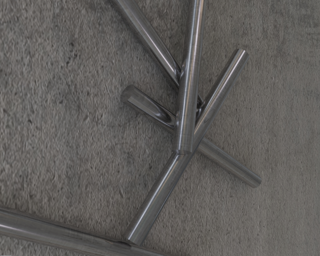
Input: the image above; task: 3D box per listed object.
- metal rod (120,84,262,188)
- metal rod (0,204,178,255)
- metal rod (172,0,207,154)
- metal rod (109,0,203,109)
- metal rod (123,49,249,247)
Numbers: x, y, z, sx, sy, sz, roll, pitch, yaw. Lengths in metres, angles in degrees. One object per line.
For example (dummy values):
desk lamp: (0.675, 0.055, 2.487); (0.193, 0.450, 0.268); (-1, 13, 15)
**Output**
metal rod: (0.064, 0.026, 0.457); (0.301, 0.025, 0.025); (33, 70, -35)
metal rod: (-0.057, 0.138, 0.356); (0.301, 0.025, 0.025); (32, 70, -35)
metal rod: (0.045, -0.113, 0.415); (0.025, 0.025, 0.299); (21, 69, -38)
metal rod: (-0.016, -0.116, 0.391); (0.300, 0.025, 0.025); (50, 60, -28)
metal rod: (0.044, 0.012, 0.407); (0.025, 0.025, 0.300); (45, 67, -31)
